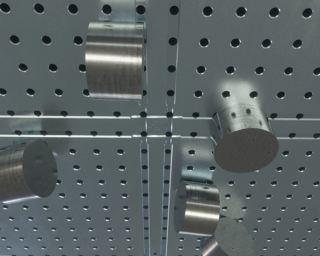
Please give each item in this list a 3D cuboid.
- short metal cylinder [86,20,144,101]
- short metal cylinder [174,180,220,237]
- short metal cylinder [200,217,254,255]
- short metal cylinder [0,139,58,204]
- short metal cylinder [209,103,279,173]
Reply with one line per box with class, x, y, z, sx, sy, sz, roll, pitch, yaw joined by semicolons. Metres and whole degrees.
short metal cylinder;-0.042;-0.068;0.317;0.050;0.080;0.079;2;130;-2
short metal cylinder;0.055;0.125;0.482;0.050;0.080;0.079;9;130;-8
short metal cylinder;0.120;0.209;0.555;0.081;0.080;0.050;18;128;-15
short metal cylinder;-0.185;0.060;0.424;0.050;0.080;0.080;-13;129;10
short metal cylinder;0.108;0.014;0.408;0.081;0.050;0.079;0;130;0
